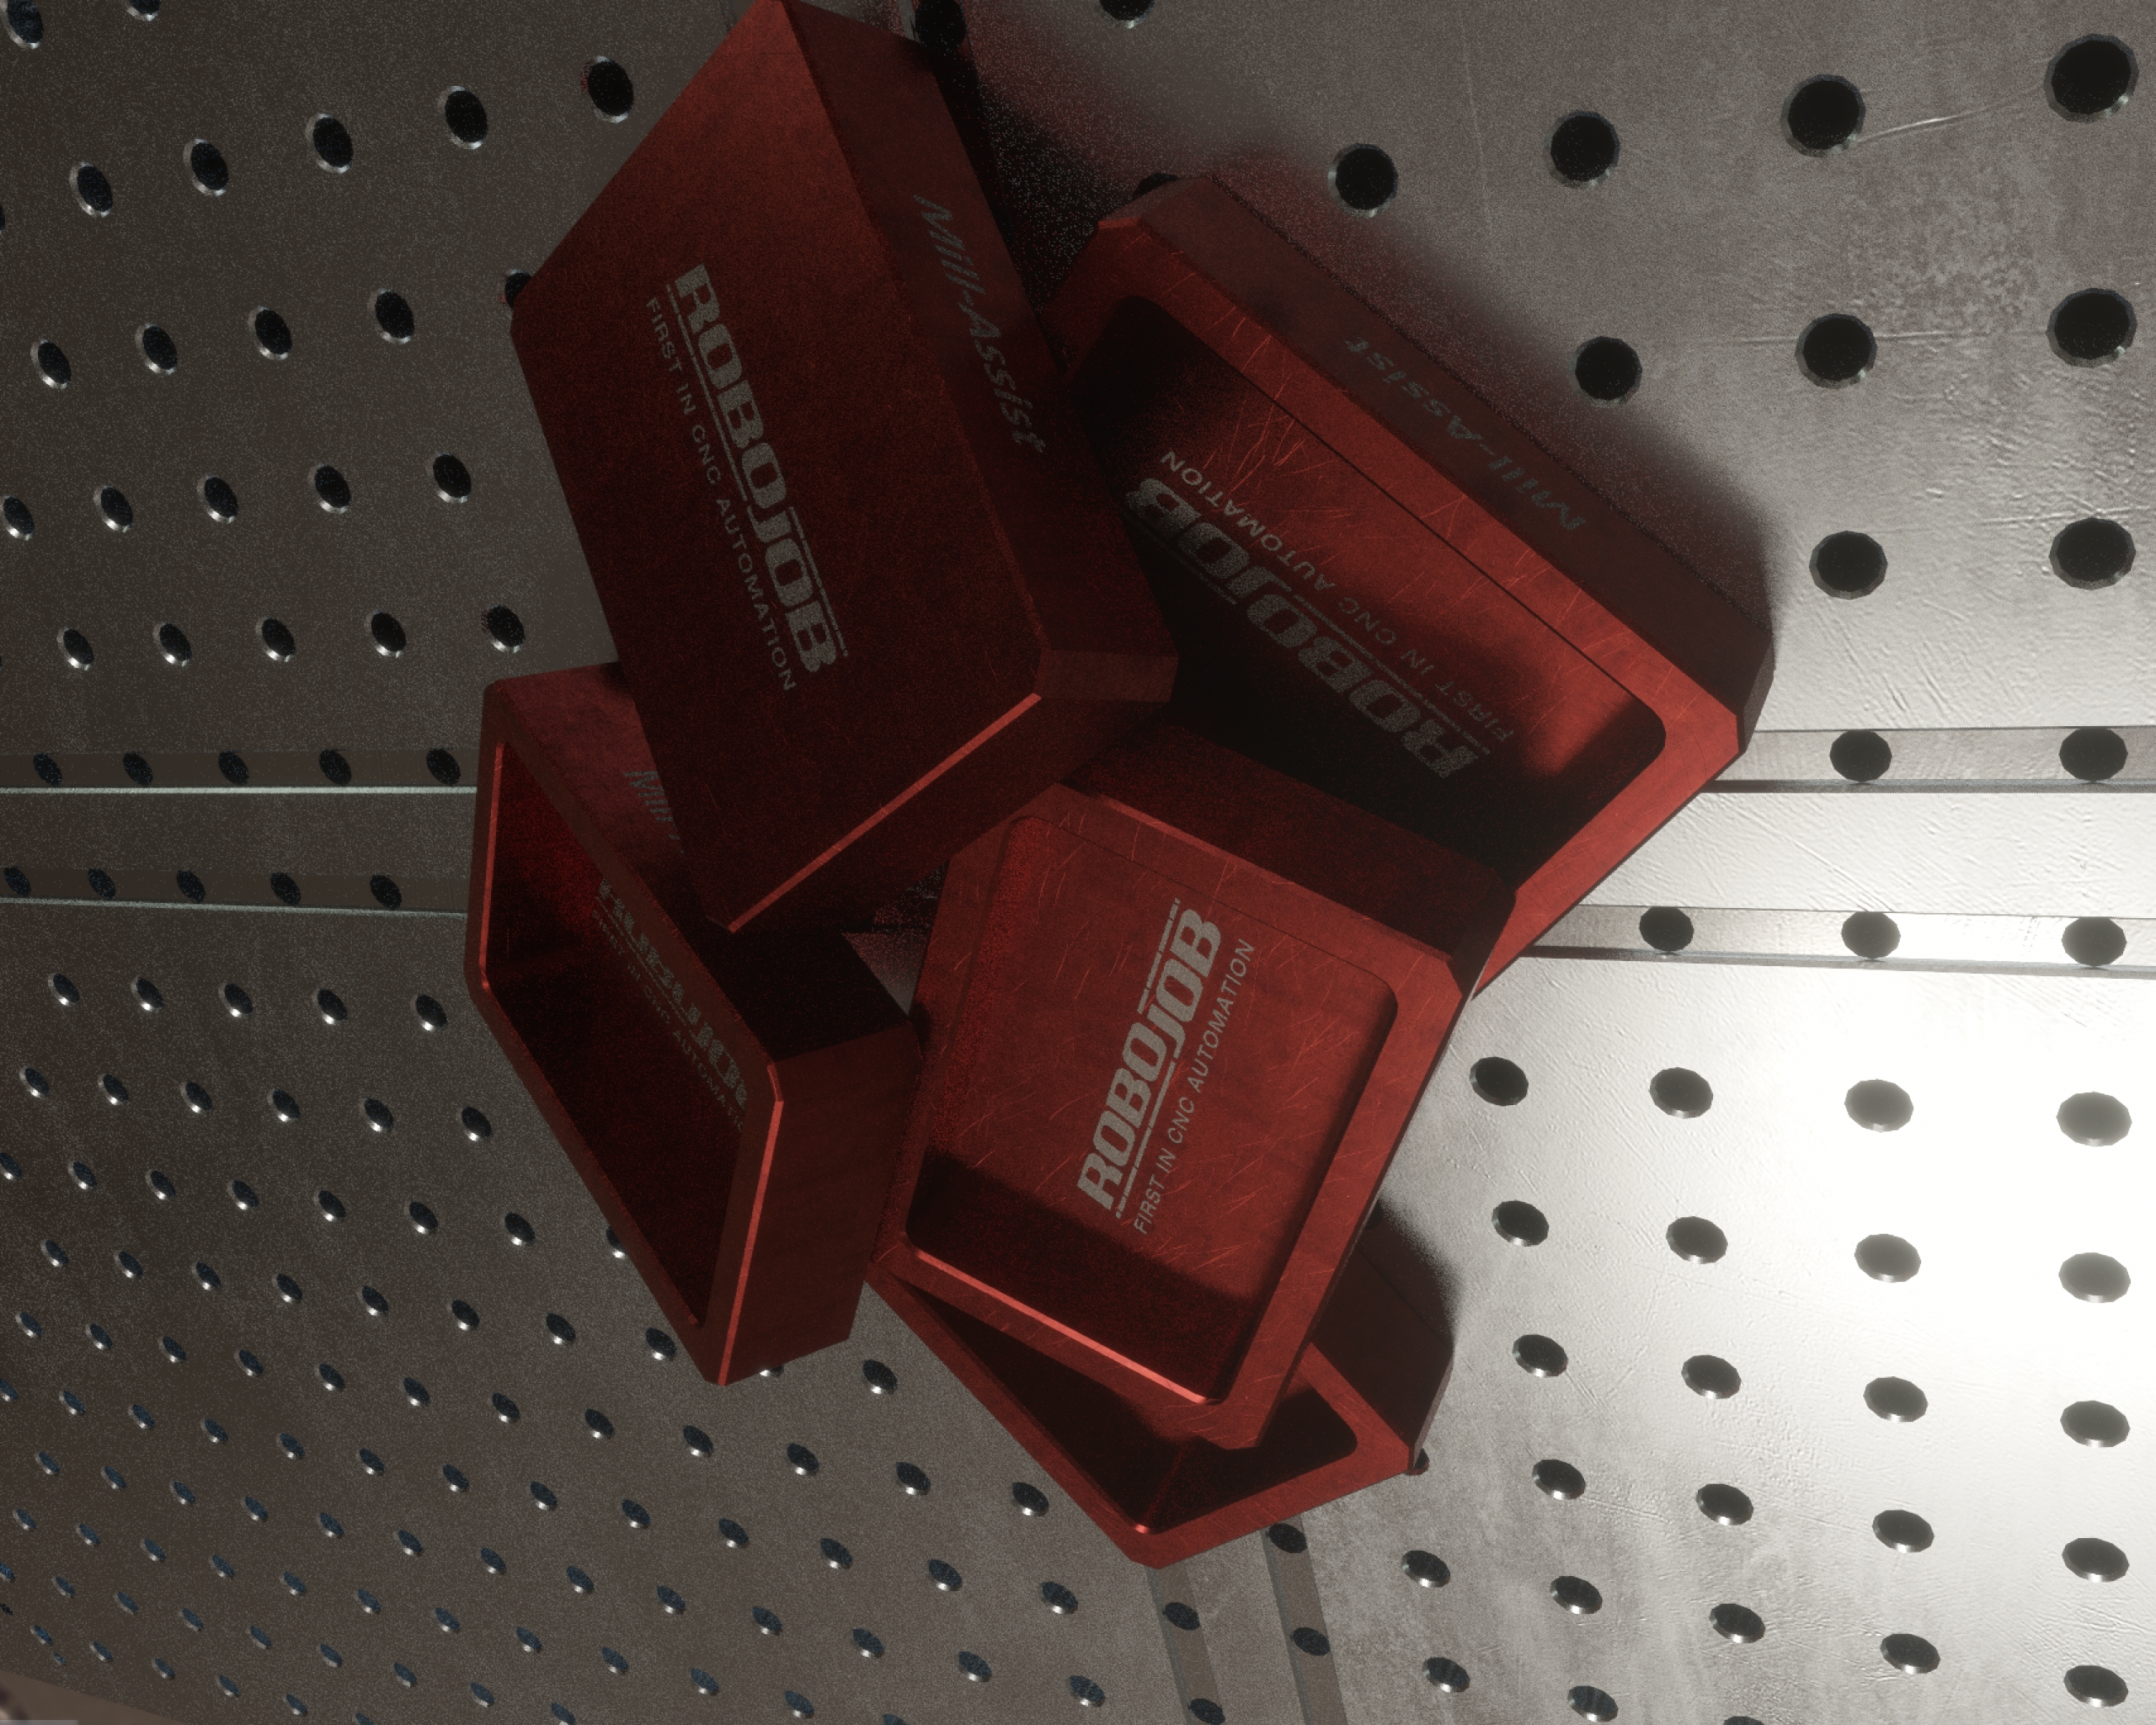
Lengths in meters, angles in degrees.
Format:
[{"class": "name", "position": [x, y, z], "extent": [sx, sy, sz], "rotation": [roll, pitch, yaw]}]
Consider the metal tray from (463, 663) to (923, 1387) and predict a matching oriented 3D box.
[{"class": "metal tray", "position": [-0.085, 0.030, 0.430], "extent": [0.130, 0.030, 0.089], "rotation": [47, 136, 35]}]

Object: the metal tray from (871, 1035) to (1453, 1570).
[{"class": "metal tray", "position": [0.006, 0.089, 0.458], "extent": [0.130, 0.030, 0.090], "rotation": [48, 128, -6]}]

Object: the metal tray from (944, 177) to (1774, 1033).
[{"class": "metal tray", "position": [0.040, -0.041, 0.360], "extent": [0.130, 0.030, 0.089], "rotation": [40, 129, 0]}]

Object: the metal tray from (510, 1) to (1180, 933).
[{"class": "metal tray", "position": [-0.045, -0.064, 0.351], "extent": [0.090, 0.030, 0.130], "rotation": [-34, 69, 38]}]

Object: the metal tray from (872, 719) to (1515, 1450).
[{"class": "metal tray", "position": [0.014, 0.041, 0.386], "extent": [0.090, 0.030, 0.129], "rotation": [25, 127, 12]}]
